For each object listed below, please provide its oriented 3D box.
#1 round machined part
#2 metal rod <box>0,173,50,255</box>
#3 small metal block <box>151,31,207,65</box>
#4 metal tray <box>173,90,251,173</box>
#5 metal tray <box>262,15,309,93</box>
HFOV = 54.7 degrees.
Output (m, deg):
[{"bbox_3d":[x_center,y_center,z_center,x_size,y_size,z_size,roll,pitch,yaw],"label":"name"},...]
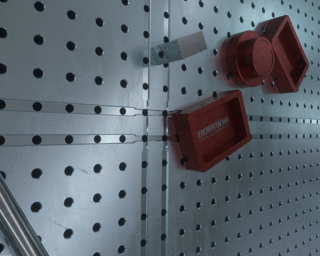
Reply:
[{"bbox_3d":[0.162,-0.120,0.537,0.099,0.042,0.097,0,90,-40],"label":"round machined part"},{"bbox_3d":[-0.146,0.074,0.288,0.025,0.025,0.298,-34,111,-35],"label":"metal rod"},{"bbox_3d":[0.026,-0.107,0.417,0.050,0.050,0.025,-31,110,-36],"label":"small metal block"},{"bbox_3d":[0.086,0.001,0.480,0.131,0.030,0.089,-26,107,-37],"label":"metal tray"},{"bbox_3d":[0.249,-0.144,0.617,0.130,0.030,0.090,50,60,-28],"label":"metal tray"}]
